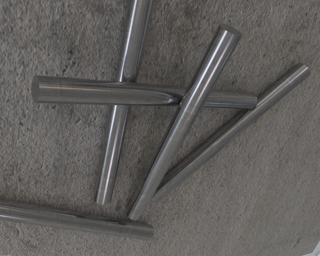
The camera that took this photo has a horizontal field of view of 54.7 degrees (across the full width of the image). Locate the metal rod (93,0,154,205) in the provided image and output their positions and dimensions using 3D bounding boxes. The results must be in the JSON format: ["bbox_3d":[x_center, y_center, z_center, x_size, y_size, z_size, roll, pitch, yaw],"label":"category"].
[{"bbox_3d":[-0.044,-0.035,0.360,0.025,0.025,0.298,0,118,-29],"label":"metal rod"}]

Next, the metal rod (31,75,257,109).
[{"bbox_3d":[0.011,-0.037,0.364,0.302,0.025,0.025,-1,120,-37],"label":"metal rod"}]

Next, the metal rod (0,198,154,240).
[{"bbox_3d":[-0.128,0.120,0.410,0.302,0.025,0.025,24,106,-37],"label":"metal rod"}]

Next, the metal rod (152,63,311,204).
[{"bbox_3d":[0.103,0.007,0.467,0.300,0.025,0.025,-40,129,-1],"label":"metal rod"}]

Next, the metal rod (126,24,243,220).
[{"bbox_3d":[0.015,0.016,0.383,0.025,0.025,0.298,3,130,-30],"label":"metal rod"}]
